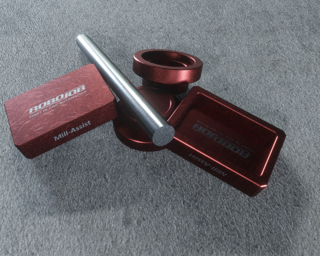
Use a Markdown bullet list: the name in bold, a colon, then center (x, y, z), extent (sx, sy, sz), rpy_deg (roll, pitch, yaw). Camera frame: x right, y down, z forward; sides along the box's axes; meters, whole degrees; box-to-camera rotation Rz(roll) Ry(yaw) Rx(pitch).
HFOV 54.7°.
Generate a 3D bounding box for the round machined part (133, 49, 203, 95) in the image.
- **round machined part**: center (0.010, -0.080, 0.447), extent (0.099, 0.042, 0.098), rpy_deg (6, 28, -3)

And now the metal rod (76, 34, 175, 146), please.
- **metal rod**: center (-0.063, -0.070, 0.420), extent (0.025, 0.025, 0.300), rpy_deg (-22, 40, -17)

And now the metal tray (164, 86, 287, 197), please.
- **metal tray**: center (0.076, 0.012, 0.378), extent (0.130, 0.030, 0.090), rpy_deg (30, 55, 10)

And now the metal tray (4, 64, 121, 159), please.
- **metal tray**: center (-0.129, -0.026, 0.408), extent (0.131, 0.030, 0.090), rpy_deg (-27, 52, -11)

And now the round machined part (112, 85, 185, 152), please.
- **round machined part**: center (-0.014, -0.020, 0.411), extent (0.099, 0.042, 0.098), rpy_deg (0, 50, 0)
